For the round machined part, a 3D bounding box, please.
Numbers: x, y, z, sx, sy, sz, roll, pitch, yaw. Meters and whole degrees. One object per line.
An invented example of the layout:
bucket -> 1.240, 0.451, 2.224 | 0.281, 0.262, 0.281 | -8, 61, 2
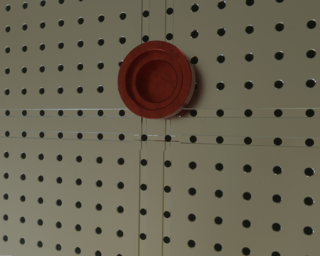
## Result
round machined part -> -0.002, -0.060, 0.403 | 0.098, 0.042, 0.097 | 0, 90, 19
